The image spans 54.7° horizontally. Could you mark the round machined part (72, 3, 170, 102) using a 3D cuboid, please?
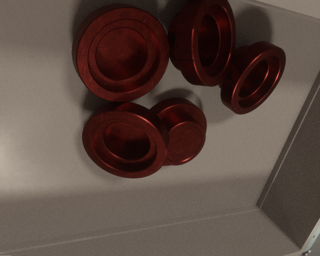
[{"bbox_3d":[-0.043,-0.080,0.326,0.099,0.042,0.097,-14,125,-21],"label":"round machined part"}]

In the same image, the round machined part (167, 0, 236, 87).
[{"bbox_3d":[0.044,-0.097,0.346,0.099,0.042,0.097,-19,114,-50],"label":"round machined part"}]

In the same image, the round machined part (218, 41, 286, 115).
[{"bbox_3d":[0.115,-0.069,0.410,0.099,0.042,0.097,-27,141,-25],"label":"round machined part"}]

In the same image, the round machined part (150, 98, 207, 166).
[{"bbox_3d":[0.022,0.012,0.419,0.099,0.042,0.097,-14,125,-21],"label":"round machined part"}]

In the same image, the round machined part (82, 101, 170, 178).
[{"bbox_3d":[-0.037,0.010,0.365,0.098,0.042,0.097,6,126,9],"label":"round machined part"}]
